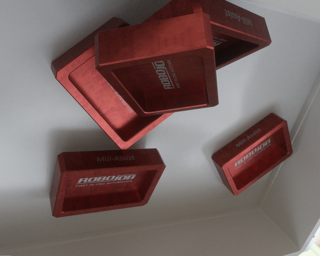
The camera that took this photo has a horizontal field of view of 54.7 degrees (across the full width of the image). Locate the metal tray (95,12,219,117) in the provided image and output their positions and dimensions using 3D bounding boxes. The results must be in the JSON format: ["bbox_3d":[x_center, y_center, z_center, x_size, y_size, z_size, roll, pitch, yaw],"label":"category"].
[{"bbox_3d":[0.006,-0.049,0.290,0.090,0.030,0.130,-8,163,10],"label":"metal tray"}]

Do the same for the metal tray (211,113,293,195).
[{"bbox_3d":[0.159,0.045,0.522,0.130,0.030,0.090,-35,129,-6],"label":"metal tray"}]

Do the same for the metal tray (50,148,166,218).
[{"bbox_3d":[-0.067,0.069,0.399,0.131,0.030,0.089,0,133,-29],"label":"metal tray"}]

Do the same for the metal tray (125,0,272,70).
[{"bbox_3d":[0.042,-0.090,0.316,0.131,0.090,0.030,-5,78,-46],"label":"metal tray"}]

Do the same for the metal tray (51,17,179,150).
[{"bbox_3d":[-0.045,-0.045,0.353,0.090,0.030,0.130,-38,130,-3],"label":"metal tray"}]
